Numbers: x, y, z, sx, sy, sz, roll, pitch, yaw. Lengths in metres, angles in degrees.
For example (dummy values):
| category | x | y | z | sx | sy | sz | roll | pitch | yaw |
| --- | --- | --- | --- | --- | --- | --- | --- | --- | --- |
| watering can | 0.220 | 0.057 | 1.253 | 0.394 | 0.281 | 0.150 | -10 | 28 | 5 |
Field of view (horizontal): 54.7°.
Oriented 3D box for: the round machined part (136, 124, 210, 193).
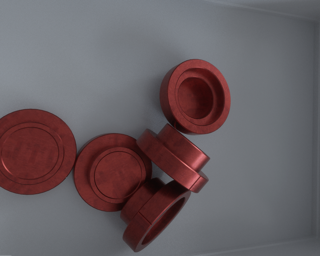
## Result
| category | x | y | z | sx | sy | sz | roll | pitch | yaw |
| --- | --- | --- | --- | --- | --- | --- | --- | --- | --- |
| round machined part | 0.022 | 0.031 | 0.377 | 0.098 | 0.098 | 0.042 | 39 | 93 | -16 |

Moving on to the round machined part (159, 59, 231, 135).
| category | x | y | z | sx | sy | sz | roll | pitch | yaw |
| --- | --- | --- | --- | --- | --- | --- | --- | --- | --- |
| round machined part | 0.042 | -0.038 | 0.413 | 0.099 | 0.042 | 0.097 | 3 | 83 | -28 |

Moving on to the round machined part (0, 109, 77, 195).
| category | x | y | z | sx | sy | sz | roll | pitch | yaw |
| --- | --- | --- | --- | --- | --- | --- | --- | --- | --- |
| round machined part | -0.144 | 0.027 | 0.349 | 0.099 | 0.042 | 0.097 | 0 | 90 | -21 |

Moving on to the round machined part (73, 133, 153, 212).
| category | x | y | z | sx | sy | sz | roll | pitch | yaw |
| --- | --- | --- | --- | --- | --- | --- | --- | --- | --- |
| round machined part | -0.055 | 0.055 | 0.382 | 0.099 | 0.042 | 0.097 | 0 | 90 | -20 |

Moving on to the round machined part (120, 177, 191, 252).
| category | x | y | z | sx | sy | sz | roll | pitch | yaw |
| --- | --- | --- | --- | --- | --- | --- | --- | --- | --- |
| round machined part | -0.010 | 0.099 | 0.380 | 0.042 | 0.098 | 0.098 | 40 | 74 | 21 |
